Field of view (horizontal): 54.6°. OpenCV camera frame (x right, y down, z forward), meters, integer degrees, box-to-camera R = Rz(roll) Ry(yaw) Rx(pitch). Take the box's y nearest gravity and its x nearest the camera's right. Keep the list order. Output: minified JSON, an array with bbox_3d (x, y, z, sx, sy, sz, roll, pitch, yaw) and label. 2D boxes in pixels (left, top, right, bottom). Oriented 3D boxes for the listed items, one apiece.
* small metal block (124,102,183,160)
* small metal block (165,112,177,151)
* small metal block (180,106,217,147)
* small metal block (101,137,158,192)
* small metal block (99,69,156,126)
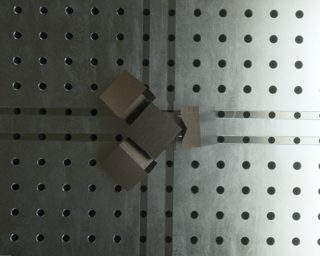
[{"bbox_3d":[-0.008,0.004,0.388,0.050,0.025,0.050,41,89,-1],"label":"small metal block"},{"bbox_3d":[-0.004,0.003,0.413,0.050,0.025,0.050,2,93,0],"label":"small metal block"},{"bbox_3d":[0.051,-0.002,0.398,0.025,0.050,0.050,-3,90,33],"label":"small metal block"},{"bbox_3d":[-0.040,0.047,0.400,0.050,0.025,0.050,45,127,0],"label":"small metal block"},{"bbox_3d":[-0.042,-0.040,0.401,0.050,0.025,0.050,-47,54,0],"label":"small metal block"}]
